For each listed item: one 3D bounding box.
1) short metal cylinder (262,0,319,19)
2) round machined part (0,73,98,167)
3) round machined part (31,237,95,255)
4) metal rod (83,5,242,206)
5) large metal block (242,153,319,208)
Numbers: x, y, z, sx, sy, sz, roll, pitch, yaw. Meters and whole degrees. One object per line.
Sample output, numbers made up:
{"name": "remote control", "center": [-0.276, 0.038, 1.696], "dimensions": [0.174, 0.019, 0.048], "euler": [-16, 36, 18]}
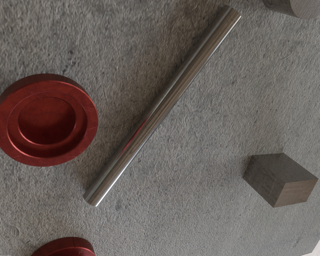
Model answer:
{"name": "short metal cylinder", "center": [0.170, -0.177, 0.374], "dimensions": [0.081, 0.050, 0.079], "euler": [-14, 124, -21]}
{"name": "round machined part", "center": [-0.119, -0.011, 0.324], "dimensions": [0.099, 0.042, 0.097], "euler": [-14, 124, -21]}
{"name": "round machined part", "center": [-0.140, 0.209, 0.449], "dimensions": [0.099, 0.042, 0.097], "euler": [-14, 124, -21]}
{"name": "metal rod", "center": [-0.003, -0.021, 0.392], "dimensions": [0.025, 0.025, 0.299], "euler": [30, 102, -38]}
{"name": "large metal block", "center": [0.207, 0.088, 0.539], "dimensions": [0.081, 0.080, 0.050], "euler": [0, 119, -28]}
